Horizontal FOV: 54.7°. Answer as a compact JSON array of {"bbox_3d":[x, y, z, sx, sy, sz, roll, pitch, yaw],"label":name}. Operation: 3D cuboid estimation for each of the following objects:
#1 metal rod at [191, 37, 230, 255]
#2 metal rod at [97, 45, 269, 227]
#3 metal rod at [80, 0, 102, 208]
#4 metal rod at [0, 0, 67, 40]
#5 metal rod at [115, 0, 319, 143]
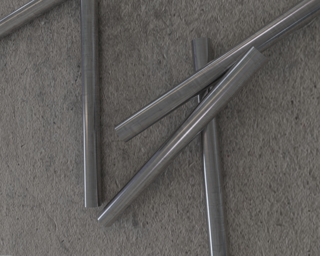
[{"bbox_3d":[0.064,0.038,0.386,0.025,0.025,0.298,-5,88,20],"label":"metal rod"},{"bbox_3d":[0.015,0.024,0.383,0.025,0.025,0.299,47,112,14],"label":"metal rod"},{"bbox_3d":[-0.099,-0.038,0.443,0.025,0.025,0.298,-1,90,20],"label":"metal rod"},{"bbox_3d":[-0.156,-0.198,0.464,0.300,0.025,0.025,-21,83,18],"label":"metal rod"},{"bbox_3d":[0.076,-0.074,0.359,0.300,0.025,0.025,-33,79,8],"label":"metal rod"}]
